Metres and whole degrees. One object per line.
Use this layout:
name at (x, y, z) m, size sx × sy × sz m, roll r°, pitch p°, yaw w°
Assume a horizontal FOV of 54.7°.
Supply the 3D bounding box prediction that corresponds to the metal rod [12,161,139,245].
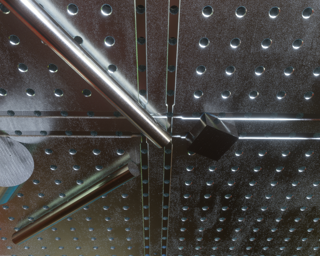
metal rod at (-0.154, 0.135, 0.524) m, size 0.299 × 0.025 × 0.025 m, roll -33°, pitch 123°, yaw 24°

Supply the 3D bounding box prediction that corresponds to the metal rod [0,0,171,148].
metal rod at (-0.086, -0.072, 0.348) m, size 0.025 × 0.025 × 0.300 m, roll -31°, pitch 124°, yaw 23°

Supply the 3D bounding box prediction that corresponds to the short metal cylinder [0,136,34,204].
short metal cylinder at (-0.222, 0.058, 0.422) m, size 0.080 × 0.080 × 0.050 m, roll 30°, pitch 124°, yaw -23°

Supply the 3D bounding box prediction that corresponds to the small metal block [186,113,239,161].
small metal block at (0.070, 0.013, 0.424) m, size 0.050 × 0.025 × 0.050 m, roll 21°, pitch 127°, yaw -18°
